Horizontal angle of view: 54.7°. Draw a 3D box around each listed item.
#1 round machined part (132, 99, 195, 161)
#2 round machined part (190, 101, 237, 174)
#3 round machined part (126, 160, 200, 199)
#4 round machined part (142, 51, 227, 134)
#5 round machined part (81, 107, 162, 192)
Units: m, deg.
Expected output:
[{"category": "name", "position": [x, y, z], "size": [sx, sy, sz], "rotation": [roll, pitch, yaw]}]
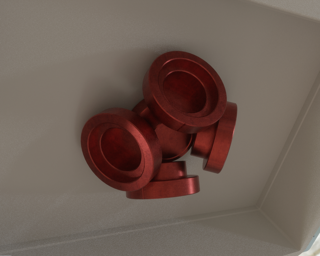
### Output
[{"category": "round machined part", "position": [0.007, 0.006, 0.404], "size": [0.099, 0.042, 0.097], "rotation": [-14, 125, -21]}, {"category": "round machined part", "position": [0.069, 0.009, 0.418], "size": [0.042, 0.098, 0.097], "rotation": [14, 116, 5]}, {"category": "round machined part", "position": [0.002, 0.067, 0.416], "size": [0.099, 0.098, 0.042], "rotation": [-2, 83, -28]}, {"category": "round machined part", "position": [0.025, -0.038, 0.363], "size": [0.099, 0.098, 0.042], "rotation": [-4, 158, -27]}, {"category": "round machined part", "position": [-0.041, 0.022, 0.364], "size": [0.042, 0.098, 0.097], "rotation": [-39, 144, -54]}]
